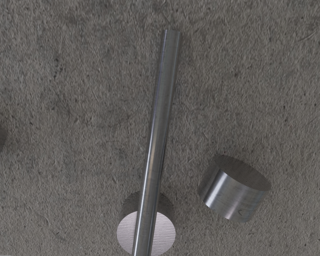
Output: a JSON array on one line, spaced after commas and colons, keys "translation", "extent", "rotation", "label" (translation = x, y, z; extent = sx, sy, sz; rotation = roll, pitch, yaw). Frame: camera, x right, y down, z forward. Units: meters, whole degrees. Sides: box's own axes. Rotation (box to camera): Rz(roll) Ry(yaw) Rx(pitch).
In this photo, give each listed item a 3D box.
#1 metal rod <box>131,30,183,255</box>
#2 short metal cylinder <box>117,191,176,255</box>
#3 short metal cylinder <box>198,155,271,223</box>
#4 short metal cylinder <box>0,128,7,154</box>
[{"translation": [-0.006, 0.032, 0.387], "extent": [0.025, 0.025, 0.298], "rotation": [8, 97, -3], "label": "metal rod"}, {"translation": [-0.019, 0.137, 0.447], "extent": [0.081, 0.050, 0.079], "rotation": [0, 110, 0], "label": "short metal cylinder"}, {"translation": [0.097, 0.078, 0.410], "extent": [0.080, 0.080, 0.050], "rotation": [22, 109, -8], "label": "short metal cylinder"}, {"translation": [-0.239, 0.027, 0.388], "extent": [0.050, 0.080, 0.080], "rotation": [25, 108, -9], "label": "short metal cylinder"}]
